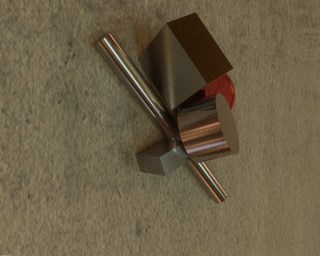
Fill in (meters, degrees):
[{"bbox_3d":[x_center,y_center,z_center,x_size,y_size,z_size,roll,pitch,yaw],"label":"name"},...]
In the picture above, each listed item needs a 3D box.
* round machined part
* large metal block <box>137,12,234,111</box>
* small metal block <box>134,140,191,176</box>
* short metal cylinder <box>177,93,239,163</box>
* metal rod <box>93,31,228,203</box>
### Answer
[{"bbox_3d":[0.074,-0.049,0.459,0.099,0.042,0.097,0,90,-40],"label":"round machined part"},{"bbox_3d":[0.028,-0.079,0.382,0.050,0.080,0.080,-33,89,-34],"label":"large metal block"},{"bbox_3d":[0.005,0.036,0.397,0.050,0.050,0.025,-27,107,-38],"label":"small metal block"},{"bbox_3d":[0.063,0.000,0.397,0.080,0.050,0.080,43,39,-47],"label":"short metal cylinder"},{"bbox_3d":[0.015,0.003,0.421,0.025,0.025,0.300,-53,121,-27],"label":"metal rod"}]
